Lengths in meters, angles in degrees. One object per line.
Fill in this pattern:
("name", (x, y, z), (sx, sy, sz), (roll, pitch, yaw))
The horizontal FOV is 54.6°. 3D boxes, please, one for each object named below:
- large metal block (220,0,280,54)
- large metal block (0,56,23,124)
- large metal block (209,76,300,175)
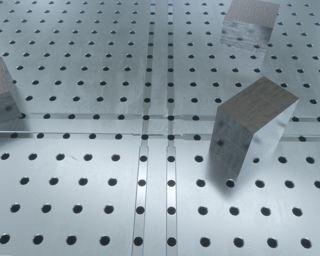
("large metal block", (0.158, -0.183, 0.546), (0.080, 0.050, 0.080), (17, 52, 14))
("large metal block", (-0.247, -0.046, 0.429), (0.081, 0.050, 0.080), (-20, 53, -16))
("large metal block", (0.110, -0.003, 0.375), (0.080, 0.080, 0.050), (-33, 57, -24))
